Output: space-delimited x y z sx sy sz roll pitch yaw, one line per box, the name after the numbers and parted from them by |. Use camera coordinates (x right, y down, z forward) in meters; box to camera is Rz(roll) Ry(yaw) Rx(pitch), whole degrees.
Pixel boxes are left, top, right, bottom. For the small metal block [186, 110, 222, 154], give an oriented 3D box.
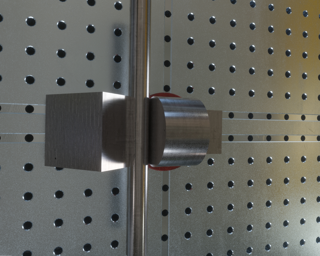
0.051 0.004 0.374 0.025 0.050 0.050 1 90 -20 | small metal block

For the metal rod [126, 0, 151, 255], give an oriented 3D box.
-0.025 -0.003 0.360 0.025 0.025 0.298 1 90 -20 | metal rod

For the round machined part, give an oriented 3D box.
0.000 0.004 0.403 0.099 0.042 0.097 0 90 -21 | round machined part

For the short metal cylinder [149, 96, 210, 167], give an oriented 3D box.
0.016 0.004 0.358 0.050 0.080 0.079 1 90 -20 | short metal cylinder

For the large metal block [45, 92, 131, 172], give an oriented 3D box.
-0.081 0.003 0.348 0.050 0.080 0.079 1 90 -62 | large metal block
